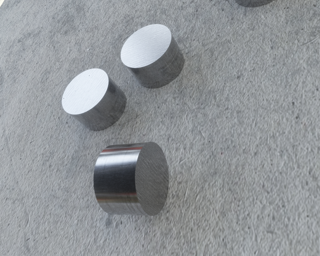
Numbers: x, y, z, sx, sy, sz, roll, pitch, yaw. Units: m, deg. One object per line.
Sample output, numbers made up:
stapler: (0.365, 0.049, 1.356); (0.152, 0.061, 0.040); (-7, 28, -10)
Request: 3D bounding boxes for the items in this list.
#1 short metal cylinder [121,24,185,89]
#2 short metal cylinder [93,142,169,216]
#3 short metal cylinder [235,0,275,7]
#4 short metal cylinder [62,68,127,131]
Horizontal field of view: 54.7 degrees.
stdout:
short metal cylinder: (-0.010, -0.106, 0.458); (0.080, 0.050, 0.080); (-13, 56, 21)
short metal cylinder: (-0.029, 0.057, 0.349); (0.050, 0.080, 0.080); (-6, 59, 25)
short metal cylinder: (0.142, -0.224, 0.451); (0.080, 0.050, 0.080); (-13, 56, 21)
short metal cylinder: (-0.098, -0.042, 0.465); (0.080, 0.050, 0.080); (-13, 56, 21)
